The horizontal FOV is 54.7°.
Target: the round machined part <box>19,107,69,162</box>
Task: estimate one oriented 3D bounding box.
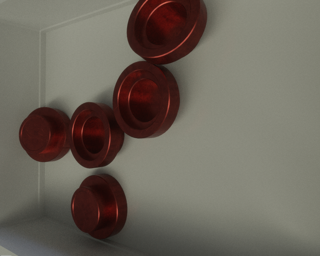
[{"bbox_3d":[-0.206,0.011,0.544,0.098,0.042,0.097,-1,87,21],"label":"round machined part"}]

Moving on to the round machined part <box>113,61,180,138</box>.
[{"bbox_3d":[-0.013,-0.036,0.405,0.098,0.042,0.097,0,90,39],"label":"round machined part"}]

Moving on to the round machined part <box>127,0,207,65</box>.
[{"bbox_3d":[0.012,-0.122,0.374,0.098,0.042,0.098,-9,72,29],"label":"round machined part"}]

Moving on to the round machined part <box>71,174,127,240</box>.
[{"bbox_3d":[-0.099,0.122,0.475,0.098,0.042,0.097,0,90,39],"label":"round machined part"}]

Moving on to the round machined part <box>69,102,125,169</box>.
[{"bbox_3d":[-0.092,0.011,0.469,0.098,0.042,0.097,0,90,39],"label":"round machined part"}]
